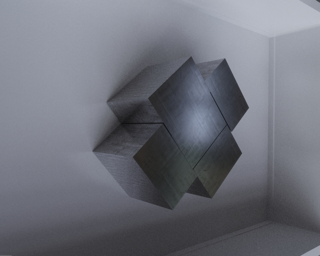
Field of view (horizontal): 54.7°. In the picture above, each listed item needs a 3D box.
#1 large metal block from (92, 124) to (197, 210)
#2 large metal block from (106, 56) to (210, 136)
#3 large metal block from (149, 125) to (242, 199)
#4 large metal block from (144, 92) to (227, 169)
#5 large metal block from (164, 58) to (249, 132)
[{"bbox_3d":[-0.018,0.041,0.357,0.050,0.080,0.080,-49,119,-29],"label":"large metal block"},{"bbox_3d":[-0.002,-0.037,0.369,0.080,0.080,0.050,-48,119,-30],"label":"large metal block"},{"bbox_3d":[0.048,0.040,0.412,0.080,0.080,0.050,-48,119,-30],"label":"large metal block"},{"bbox_3d":[0.022,0.002,0.391,0.080,0.080,0.050,-48,119,-30],"label":"large metal block"},{"bbox_3d":[0.061,-0.042,0.423,0.050,0.080,0.080,-49,119,-29],"label":"large metal block"}]
